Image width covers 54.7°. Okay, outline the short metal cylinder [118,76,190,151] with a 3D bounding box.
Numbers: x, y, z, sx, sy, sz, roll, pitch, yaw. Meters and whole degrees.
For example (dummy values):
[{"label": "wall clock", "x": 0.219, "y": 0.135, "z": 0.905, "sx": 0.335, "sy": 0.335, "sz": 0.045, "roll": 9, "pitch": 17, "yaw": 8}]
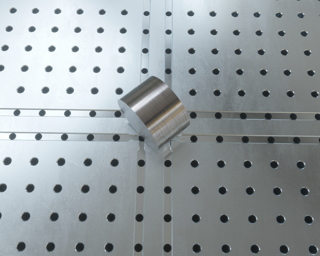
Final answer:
[{"label": "short metal cylinder", "x": -0.008, "y": -0.018, "z": 0.388, "sx": 0.050, "sy": 0.080, "sz": 0.080, "roll": -39, "pitch": 75, "yaw": -13}]
